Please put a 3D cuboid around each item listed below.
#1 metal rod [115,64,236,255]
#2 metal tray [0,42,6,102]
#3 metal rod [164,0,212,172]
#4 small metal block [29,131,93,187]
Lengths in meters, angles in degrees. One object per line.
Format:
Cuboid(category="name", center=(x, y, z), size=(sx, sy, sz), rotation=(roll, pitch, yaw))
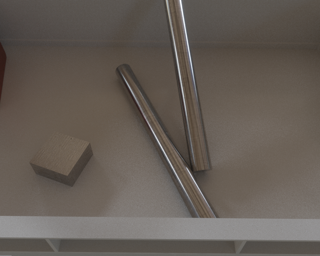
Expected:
Cuboid(category="metal rod", center=(0.004, 0.016, 0.391), size=(0.025, 0.025, 0.300), rotation=(-18, 53, -15))
Cuboid(category="metal tray", center=(-0.257, -0.099, 0.442), size=(0.030, 0.089, 0.130), rotation=(-10, 51, -8))
Cuboid(category="metal rod", center=(0.029, -0.092, 0.404), size=(0.025, 0.025, 0.299), rotation=(-6, 75, -6))
Cuboid(category="small metal block", center=(-0.117, 0.036, 0.373), size=(0.050, 0.025, 0.050), rotation=(16, 52, 13))
